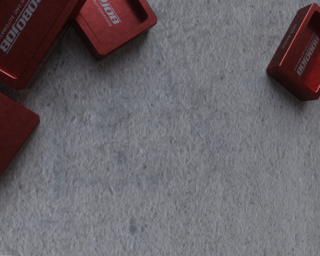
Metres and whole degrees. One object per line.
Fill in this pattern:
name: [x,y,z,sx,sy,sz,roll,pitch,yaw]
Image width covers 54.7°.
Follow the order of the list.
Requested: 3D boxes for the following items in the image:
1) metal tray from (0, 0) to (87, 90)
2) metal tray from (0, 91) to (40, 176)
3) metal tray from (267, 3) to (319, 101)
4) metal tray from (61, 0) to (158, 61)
metal tray: [-0.151,-0.117,0.330,0.090,0.030,0.130,33,92,-12]
metal tray: [-0.204,0.017,0.331,0.090,0.030,0.130,35,78,-17]
metal tray: [0.238,-0.119,0.496,0.090,0.030,0.130,34,79,-17]
metal tray: [-0.075,-0.161,0.378,0.090,0.030,0.130,-37,102,-16]
